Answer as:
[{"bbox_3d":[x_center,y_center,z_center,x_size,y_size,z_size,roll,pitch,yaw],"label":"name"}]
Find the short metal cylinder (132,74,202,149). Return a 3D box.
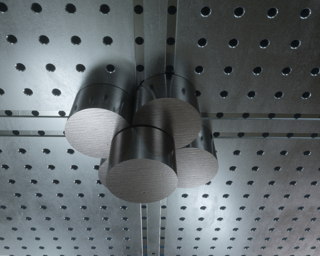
[{"bbox_3d":[0.008,-0.018,0.379,0.081,0.050,0.079,0,130,0],"label":"short metal cylinder"}]

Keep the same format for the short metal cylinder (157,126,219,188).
[{"bbox_3d":[0.037,0.038,0.428,0.081,0.050,0.079,0,130,0],"label":"short metal cylinder"}]

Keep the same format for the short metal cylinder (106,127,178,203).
[{"bbox_3d":[-0.021,0.045,0.365,0.081,0.050,0.079,-1,132,-1],"label":"short metal cylinder"}]

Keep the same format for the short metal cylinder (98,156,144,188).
[{"bbox_3d":[-0.043,0.049,0.435,0.081,0.050,0.079,0,130,0],"label":"short metal cylinder"}]

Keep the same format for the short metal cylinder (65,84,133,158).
[{"bbox_3d":[-0.072,-0.008,0.387,0.081,0.050,0.079,0,130,0],"label":"short metal cylinder"}]
